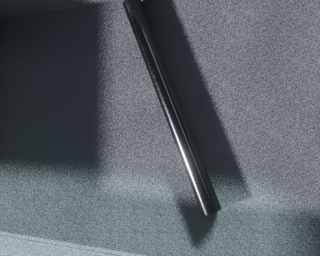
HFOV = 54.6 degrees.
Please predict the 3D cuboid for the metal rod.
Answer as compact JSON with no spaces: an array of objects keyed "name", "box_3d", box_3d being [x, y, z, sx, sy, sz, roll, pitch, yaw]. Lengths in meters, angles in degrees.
[{"name":"metal rod","box_3d":[0.013,-0.034,0.406,0.025,0.025,0.299,-23,83,18]}]
